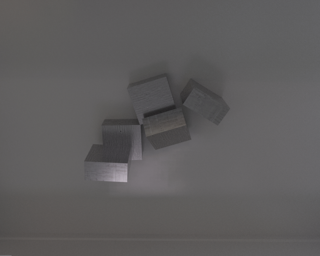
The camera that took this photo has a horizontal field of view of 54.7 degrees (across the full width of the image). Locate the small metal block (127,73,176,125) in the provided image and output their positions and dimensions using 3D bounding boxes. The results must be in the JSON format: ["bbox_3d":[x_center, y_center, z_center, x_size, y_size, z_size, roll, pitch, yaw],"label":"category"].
[{"bbox_3d":[-0.009,-0.037,0.397,0.050,0.025,0.050,-16,109,6],"label":"small metal block"}]

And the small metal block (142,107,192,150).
[{"bbox_3d":[0.010,0.002,0.397,0.050,0.050,0.025,-17,65,6],"label":"small metal block"}]

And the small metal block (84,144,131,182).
[{"bbox_3d":[-0.063,0.043,0.386,0.050,0.050,0.025,3,110,-1],"label":"small metal block"}]

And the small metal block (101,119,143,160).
[{"bbox_3d":[-0.049,0.015,0.416,0.050,0.025,0.050,-1,110,0],"label":"small metal block"}]

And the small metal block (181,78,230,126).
[{"bbox_3d":[0.055,-0.034,0.386,0.050,0.050,0.025,30,107,-11],"label":"small metal block"}]
